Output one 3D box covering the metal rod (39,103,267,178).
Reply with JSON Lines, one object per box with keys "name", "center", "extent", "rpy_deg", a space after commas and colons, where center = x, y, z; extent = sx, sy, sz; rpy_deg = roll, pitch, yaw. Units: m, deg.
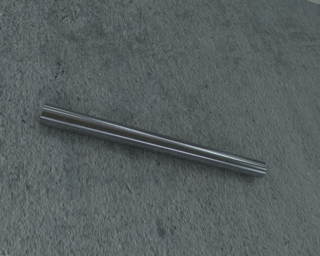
{"name": "metal rod", "center": [0.007, 0.022, 0.393], "extent": [0.302, 0.025, 0.025], "rpy_deg": [15, 56, -20]}
